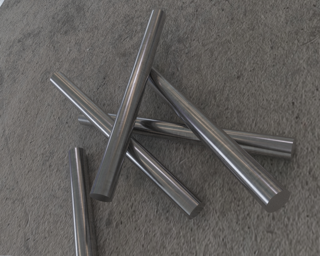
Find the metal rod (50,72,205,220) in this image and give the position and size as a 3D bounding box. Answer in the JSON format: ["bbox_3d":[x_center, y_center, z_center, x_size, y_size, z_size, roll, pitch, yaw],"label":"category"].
[{"bbox_3d":[-0.060,0.006,0.406,0.025,0.025,0.300,-47,59,-5],"label":"metal rod"}]

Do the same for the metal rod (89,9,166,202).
[{"bbox_3d":[-0.033,-0.051,0.406,0.025,0.025,0.300,-4,55,26],"label":"metal rod"}]

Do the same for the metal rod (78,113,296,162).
[{"bbox_3d":[0.011,0.003,0.396,0.300,0.025,0.025,9,66,32],"label":"metal rod"}]

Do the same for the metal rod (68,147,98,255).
[{"bbox_3d":[-0.084,0.150,0.355,0.025,0.025,0.299,-26,53,12],"label":"metal rod"}]

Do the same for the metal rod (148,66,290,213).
[{"bbox_3d":[0.035,-0.017,0.367,0.025,0.025,0.300,-40,42,1],"label":"metal rod"}]
